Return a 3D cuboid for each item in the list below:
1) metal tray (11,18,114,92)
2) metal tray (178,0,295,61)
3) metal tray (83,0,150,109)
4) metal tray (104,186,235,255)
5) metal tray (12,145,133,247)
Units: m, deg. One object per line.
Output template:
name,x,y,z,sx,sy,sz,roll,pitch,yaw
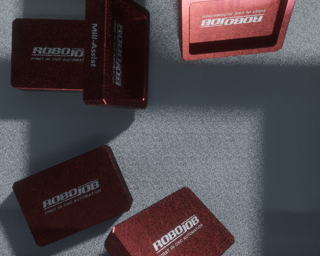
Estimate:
metal tray,-0.123,-0.093,0.408,0.131,0.030,0.089,2,90,0
metal tray,0.090,-0.133,0.380,0.131,0.090,0.030,-6,50,0
metal tray,-0.049,-0.090,0.376,0.030,0.090,0.129,2,90,29
metal tray,0.015,0.128,0.350,0.090,0.131,0.030,46,128,23
metal tray,-0.112,0.087,0.408,0.131,0.030,0.090,-23,90,0
